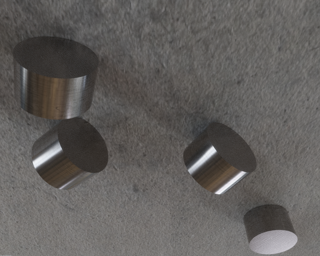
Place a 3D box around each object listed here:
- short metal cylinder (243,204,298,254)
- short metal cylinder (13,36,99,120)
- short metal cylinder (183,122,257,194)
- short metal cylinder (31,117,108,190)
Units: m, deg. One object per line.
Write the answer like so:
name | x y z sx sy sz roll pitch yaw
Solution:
short metal cylinder | 0.193 0.180 0.547 0.081 0.050 0.079 0 130 0
short metal cylinder | -0.108 -0.054 0.324 0.081 0.080 0.050 11 129 -10
short metal cylinder | 0.078 0.039 0.406 0.080 0.080 0.050 26 125 -21
short metal cylinder | -0.113 0.032 0.397 0.050 0.080 0.080 -33 123 24
